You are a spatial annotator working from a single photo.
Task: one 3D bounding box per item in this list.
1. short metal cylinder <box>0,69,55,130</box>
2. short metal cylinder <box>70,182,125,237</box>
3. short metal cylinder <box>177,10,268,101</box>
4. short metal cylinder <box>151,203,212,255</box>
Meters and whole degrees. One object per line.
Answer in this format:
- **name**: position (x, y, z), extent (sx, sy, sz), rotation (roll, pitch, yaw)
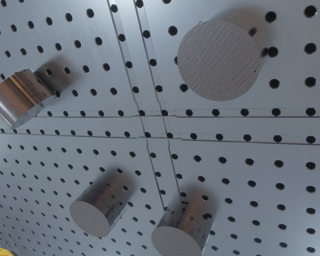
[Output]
- **short metal cylinder**: position (-0.203, -0.042, 0.454), extent (0.080, 0.080, 0.050), rotation (-34, 100, 38)
- **short metal cylinder**: position (-0.108, 0.141, 0.537), extent (0.080, 0.050, 0.079), rotation (13, 124, 20)
- **short metal cylinder**: position (0.064, -0.074, 0.315), extent (0.080, 0.050, 0.079), rotation (13, 124, 20)
- **short metal cylinder**: position (0.034, 0.164, 0.477), extent (0.080, 0.050, 0.079), rotation (13, 124, 20)
